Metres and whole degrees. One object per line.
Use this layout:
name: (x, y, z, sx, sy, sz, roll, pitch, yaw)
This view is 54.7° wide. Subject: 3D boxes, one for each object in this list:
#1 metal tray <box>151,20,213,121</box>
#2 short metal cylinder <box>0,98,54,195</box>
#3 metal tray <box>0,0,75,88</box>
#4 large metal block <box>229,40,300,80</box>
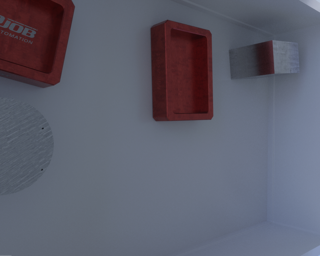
metal tray: (0.033, -0.075, 0.432, 0.091, 0.030, 0.129, -3, 92, -40)
short metal cylinder: (-0.143, 0.015, 0.272, 0.081, 0.050, 0.079, 0, 90, -40)
metal tray: (-0.150, -0.096, 0.277, 0.131, 0.030, 0.090, 14, 81, -39)
large metal block: (0.175, -0.112, 0.520, 0.081, 0.080, 0.050, -9, 96, -40)
